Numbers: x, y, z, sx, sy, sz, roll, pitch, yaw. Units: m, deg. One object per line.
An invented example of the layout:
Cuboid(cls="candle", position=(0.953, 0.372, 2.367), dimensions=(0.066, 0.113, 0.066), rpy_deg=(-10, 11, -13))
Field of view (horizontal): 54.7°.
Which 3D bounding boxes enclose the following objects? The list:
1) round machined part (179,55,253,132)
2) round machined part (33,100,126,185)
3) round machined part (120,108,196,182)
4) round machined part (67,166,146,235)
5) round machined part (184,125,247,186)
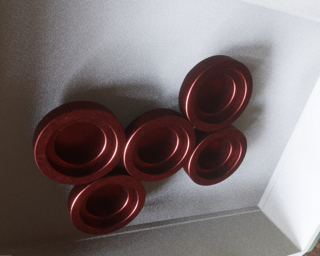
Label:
Cuboid(cls="round machined part", position=(0.067, -0.047, 0.402), dimensions=(0.099, 0.042, 0.097), rpy_deg=(-14, 124, -21))
Cuboid(cls="round machined part", position=(-0.092, 0.013, 0.352), dimensions=(0.099, 0.042, 0.097), rpy_deg=(-14, 124, -21))
Cuboid(cls="round machined part", position=(-0.007, 0.018, 0.401), dimensions=(0.099, 0.042, 0.097), rpy_deg=(-14, 124, -21))
Cuboid(cls="round machined part", position=(-0.072, 0.090, 0.410), dimensions=(0.099, 0.042, 0.097), rpy_deg=(-14, 124, -21))
Cuboid(cls="round machined part", position=(0.075, 0.033, 0.456), dimensions=(0.099, 0.042, 0.097), rpy_deg=(-14, 124, -21))
